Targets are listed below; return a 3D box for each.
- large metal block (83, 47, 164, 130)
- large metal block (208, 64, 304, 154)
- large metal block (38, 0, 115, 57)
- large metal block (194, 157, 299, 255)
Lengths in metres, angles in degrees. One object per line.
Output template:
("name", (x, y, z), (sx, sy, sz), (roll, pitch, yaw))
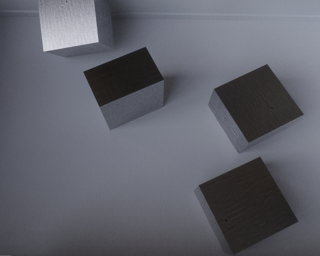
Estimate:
("large metal block", (-0.043, -0.047, 0.397), (0.080, 0.080, 0.050), (-24, 72, -9))
("large metal block", (0.122, -0.024, 0.407), (0.080, 0.050, 0.080), (-26, 72, -9))
("large metal block", (-0.114, -0.146, 0.424), (0.080, 0.050, 0.079), (-5, 92, 15))
("large metal block", (0.097, 0.091, 0.364), (0.080, 0.050, 0.080), (-23, 72, -9))
